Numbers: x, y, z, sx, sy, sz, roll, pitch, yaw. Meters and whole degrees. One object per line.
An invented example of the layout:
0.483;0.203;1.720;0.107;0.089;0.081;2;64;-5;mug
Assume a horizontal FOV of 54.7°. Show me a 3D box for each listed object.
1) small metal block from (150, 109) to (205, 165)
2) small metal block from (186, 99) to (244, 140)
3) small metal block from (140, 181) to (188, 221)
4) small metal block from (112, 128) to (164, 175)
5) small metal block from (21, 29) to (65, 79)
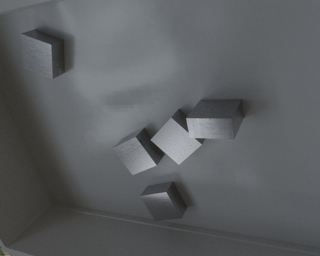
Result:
0.024;0.012;0.402;0.050;0.025;0.050;42;129;-1;small metal block
0.064;-0.011;0.351;0.050;0.050;0.025;1;119;27;small metal block
0.006;0.113;0.474;0.050;0.025;0.050;-17;110;34;small metal block
-0.031;0.035;0.445;0.050;0.025;0.050;-27;104;37;small metal block
-0.161;-0.102;0.428;0.050;0.025;0.050;22;127;14;small metal block
